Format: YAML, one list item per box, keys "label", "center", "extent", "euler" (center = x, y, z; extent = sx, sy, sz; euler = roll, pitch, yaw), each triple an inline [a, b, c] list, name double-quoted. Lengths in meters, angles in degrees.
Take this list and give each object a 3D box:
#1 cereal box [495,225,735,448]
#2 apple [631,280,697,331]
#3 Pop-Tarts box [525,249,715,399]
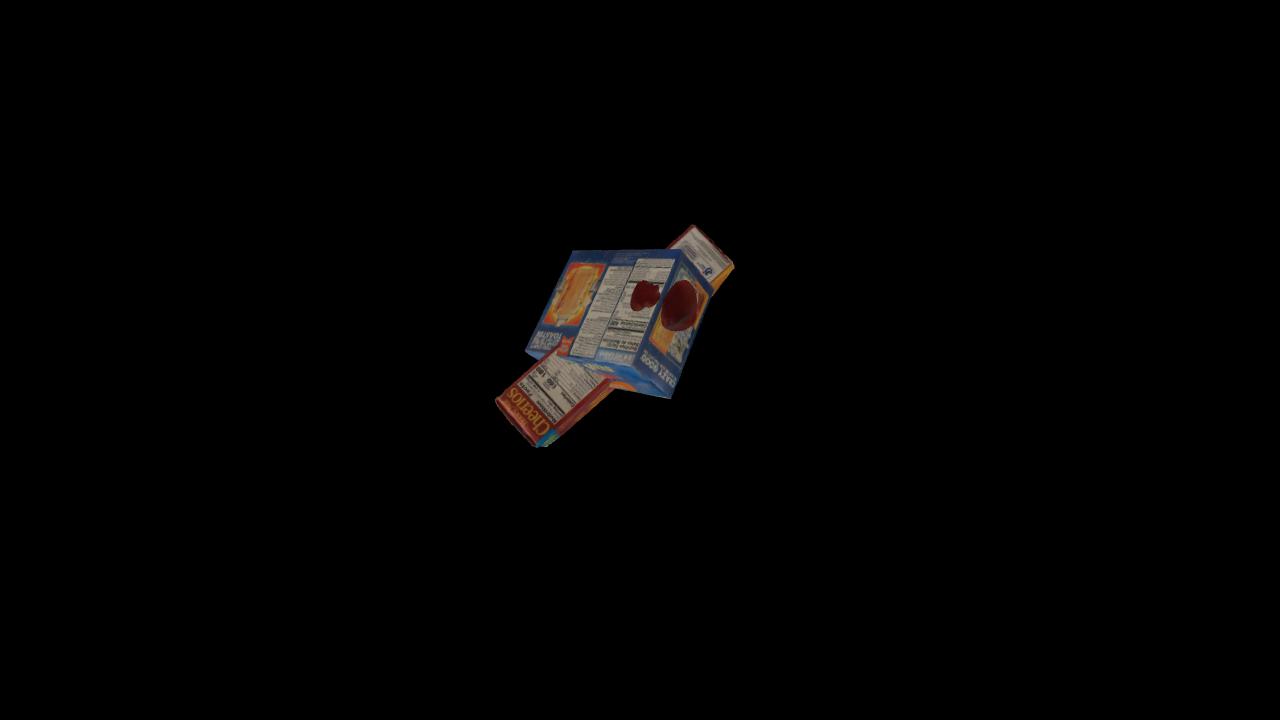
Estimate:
- label: "cereal box"
  center: [-0.033, -0.016, 0.769]
  extent: [0.306, 0.081, 0.203]
  euler: [-43, -3, -10]
- label: "apple"
  center: [0.024, -0.059, 0.660]
  extent: [0.079, 0.079, 0.093]
  euler: [0, 18, 24]
- label: "Pop-Tarts box"
  center: [-0.023, -0.045, 0.691]
  extent: [0.167, 0.141, 0.083]
  euler: [7, -23, 40]
